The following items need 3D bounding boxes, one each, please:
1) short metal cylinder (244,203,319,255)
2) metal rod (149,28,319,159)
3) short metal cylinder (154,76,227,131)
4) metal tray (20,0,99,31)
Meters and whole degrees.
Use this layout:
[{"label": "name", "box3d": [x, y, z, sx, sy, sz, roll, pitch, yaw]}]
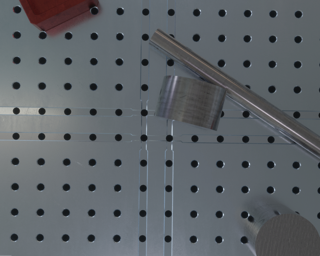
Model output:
[{"label": "short metal cylinder", "box3d": [0.156, 0.144, 0.402, 0.081, 0.050, 0.080, 0, 90, 0]}, {"label": "metal rod", "box3d": [0.117, -0.039, 0.413, 0.301, 0.025, 0.025, 34, 90, 0]}, {"label": "short metal cylinder", "box3d": [0.038, -0.030, 0.386, 0.080, 0.080, 0.050, 14, 90, 0]}, {"label": "metal tray", "box3d": [-0.151, -0.207, 0.409, 0.090, 0.030, 0.130, -27, 90, 0]}]
